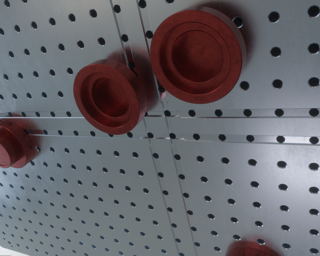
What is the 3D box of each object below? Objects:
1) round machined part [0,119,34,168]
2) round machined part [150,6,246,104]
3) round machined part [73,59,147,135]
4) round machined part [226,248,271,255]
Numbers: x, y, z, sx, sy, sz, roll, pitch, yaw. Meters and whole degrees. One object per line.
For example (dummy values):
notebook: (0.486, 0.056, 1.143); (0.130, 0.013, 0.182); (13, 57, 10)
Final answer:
round machined part: (-0.287, 0.035, 0.575); (0.098, 0.042, 0.097); (13, 124, 21)
round machined part: (0.042, -0.078, 0.330); (0.098, 0.042, 0.097); (13, 124, 21)
round machined part: (-0.060, -0.043, 0.406); (0.098, 0.042, 0.097); (13, 124, 21)
round machined part: (0.141, 0.233, 0.470); (0.098, 0.042, 0.097); (13, 124, 21)
